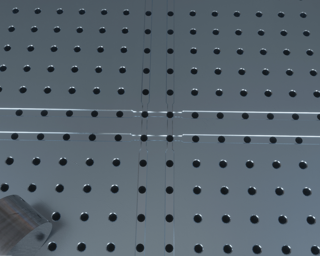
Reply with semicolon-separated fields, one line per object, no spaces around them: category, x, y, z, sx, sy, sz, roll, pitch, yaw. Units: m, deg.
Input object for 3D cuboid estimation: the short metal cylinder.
short metal cylinder;-0.167;0.121;0.337;0.050;0.080;0.080;35;74;12
